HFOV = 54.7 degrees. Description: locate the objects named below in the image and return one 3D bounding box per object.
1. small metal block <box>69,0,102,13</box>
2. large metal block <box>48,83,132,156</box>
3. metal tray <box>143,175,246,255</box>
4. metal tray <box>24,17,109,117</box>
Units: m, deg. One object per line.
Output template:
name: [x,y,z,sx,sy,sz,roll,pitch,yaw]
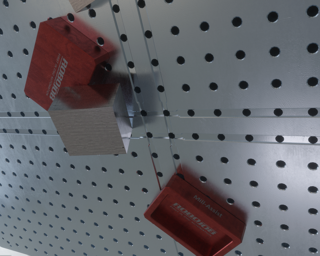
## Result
small metal block: [-0.085,-0.168,0.352,0.050,0.025,0.050,-16,110,34]
large metal block: [-0.088,-0.010,0.410,0.080,0.050,0.080,-3,132,9]
metal tray: [0.049,0.140,0.468,0.130,0.030,0.089,36,129,4]
metal tray: [-0.135,-0.074,0.433,0.090,0.030,0.129,37,129,3]
